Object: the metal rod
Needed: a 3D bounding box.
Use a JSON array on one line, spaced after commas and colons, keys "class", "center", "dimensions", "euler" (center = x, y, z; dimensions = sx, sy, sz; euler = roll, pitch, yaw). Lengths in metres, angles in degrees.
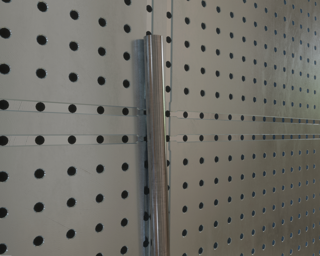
[{"class": "metal rod", "center": [-0.004, 0.032, 0.404], "dimensions": [0.025, 0.025, 0.298], "euler": [-3, 92, -40]}]
